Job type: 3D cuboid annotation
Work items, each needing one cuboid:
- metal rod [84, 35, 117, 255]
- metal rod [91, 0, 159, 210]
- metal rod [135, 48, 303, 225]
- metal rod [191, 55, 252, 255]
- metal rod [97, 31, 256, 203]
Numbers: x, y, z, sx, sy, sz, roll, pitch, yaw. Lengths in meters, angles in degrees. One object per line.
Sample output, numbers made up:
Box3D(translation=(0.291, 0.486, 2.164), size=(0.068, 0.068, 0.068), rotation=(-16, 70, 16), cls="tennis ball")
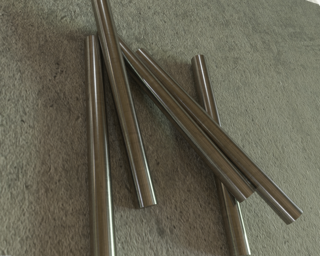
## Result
Box3D(translation=(-0.071, 0.013, 0.357), size=(0.025, 0.025, 0.299), rotation=(6, 59, -26), cls="metal rod")
Box3D(translation=(-0.050, -0.050, 0.389), size=(0.025, 0.025, 0.299), rotation=(-4, 69, -30), cls="metal rod")
Box3D(translation=(0.065, 0.000, 0.411), size=(0.025, 0.025, 0.300), rotation=(-29, 70, -37), cls="metal rod")
Box3D(translation=(0.079, 0.020, 0.433), size=(0.025, 0.025, 0.299), rotation=(7, 58, -25), cls="metal rod")
Box3D(translation=(0.012, -0.029, 0.410), size=(0.025, 0.025, 0.300), rotation=(-29, 72, -37), cls="metal rod")
